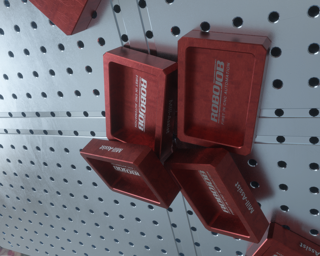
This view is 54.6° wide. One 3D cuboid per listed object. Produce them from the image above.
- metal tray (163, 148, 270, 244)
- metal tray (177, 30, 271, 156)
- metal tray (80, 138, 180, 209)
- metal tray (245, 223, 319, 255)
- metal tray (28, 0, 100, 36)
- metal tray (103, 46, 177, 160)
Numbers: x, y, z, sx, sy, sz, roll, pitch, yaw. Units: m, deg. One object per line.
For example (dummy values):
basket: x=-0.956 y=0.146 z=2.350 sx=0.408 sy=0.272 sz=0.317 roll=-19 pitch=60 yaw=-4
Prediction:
metal tray: x=0.071 y=0.085 z=0.398 sx=0.090 sy=0.030 sz=0.130 roll=-6 pitch=123 yaw=51
metal tray: x=0.067 y=-0.038 z=0.349 sx=0.090 sy=0.030 sz=0.129 roll=12 pitch=124 yaw=21
metal tray: x=-0.045 y=0.061 z=0.434 sx=0.130 sy=0.030 sz=0.090 roll=4 pitch=135 yaw=45
metal tray: x=0.193 y=0.196 z=0.427 sx=0.130 sy=0.030 sz=0.089 roll=27 pitch=128 yaw=11
metal tray: x=-0.128 y=-0.186 z=0.362 sx=0.130 sy=0.030 sz=0.090 roll=43 pitch=129 yaw=-2
metal tray: x=-0.027 y=-0.029 z=0.396 sx=0.090 sy=0.030 sz=0.129 roll=22 pitch=127 yaw=25
